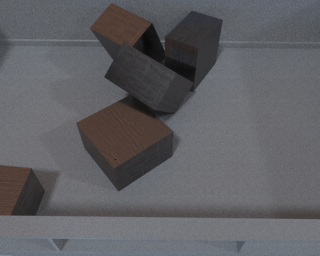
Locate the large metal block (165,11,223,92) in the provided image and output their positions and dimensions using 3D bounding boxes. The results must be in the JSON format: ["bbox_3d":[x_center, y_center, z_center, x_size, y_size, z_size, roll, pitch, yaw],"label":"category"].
[{"bbox_3d":[0.049,-0.115,0.466,0.050,0.080,0.080,25,54,19],"label":"large metal block"}]

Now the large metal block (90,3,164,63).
[{"bbox_3d":[-0.045,-0.129,0.469,0.080,0.080,0.050,34,81,25],"label":"large metal block"}]

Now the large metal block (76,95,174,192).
[{"bbox_3d":[-0.041,0.015,0.376,0.081,0.050,0.080,-31,57,-24],"label":"large metal block"}]

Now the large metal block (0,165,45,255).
[{"bbox_3d":[-0.177,0.085,0.316,0.080,0.050,0.080,5,50,4],"label":"large metal block"}]

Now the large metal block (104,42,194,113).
[{"bbox_3d":[-0.011,-0.063,0.408,0.080,0.080,0.050,34,101,17],"label":"large metal block"}]
